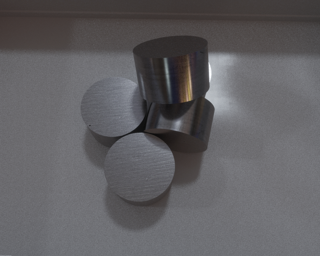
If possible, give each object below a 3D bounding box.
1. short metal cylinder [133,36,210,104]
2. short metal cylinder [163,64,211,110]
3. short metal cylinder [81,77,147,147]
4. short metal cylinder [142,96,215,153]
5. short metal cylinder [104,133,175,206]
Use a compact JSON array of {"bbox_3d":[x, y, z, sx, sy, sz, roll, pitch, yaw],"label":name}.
[{"bbox_3d":[0.014,-0.067,0.345,0.080,0.050,0.080,-6,30,4],"label":"short metal cylinder"},{"bbox_3d":[0.025,-0.063,0.418,0.081,0.050,0.080,0,70,0],"label":"short metal cylinder"},{"bbox_3d":[-0.056,-0.019,0.400,0.081,0.050,0.080,0,70,0],"label":"short metal cylinder"},{"bbox_3d":[0.023,-0.006,0.382,0.080,0.080,0.050,13,71,4],"label":"short metal cylinder"},{"bbox_3d":[-0.023,0.051,0.375,0.081,0.050,0.080,0,70,0],"label":"short metal cylinder"}]
